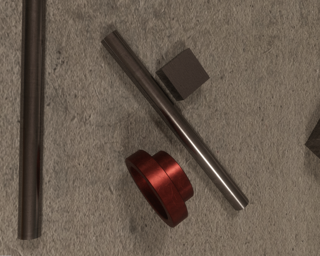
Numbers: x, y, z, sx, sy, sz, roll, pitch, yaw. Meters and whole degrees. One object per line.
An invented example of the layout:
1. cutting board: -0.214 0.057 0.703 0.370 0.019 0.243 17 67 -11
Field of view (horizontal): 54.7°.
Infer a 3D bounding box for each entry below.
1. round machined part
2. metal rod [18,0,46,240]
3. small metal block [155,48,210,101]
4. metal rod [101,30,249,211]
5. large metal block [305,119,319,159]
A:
1. round machined part: 0.003 0.066 0.373 0.042 0.098 0.098 -33 101 -17
2. metal rod: -0.146 -0.025 0.355 0.025 0.025 0.298 1 90 -20
3. small metal block: 0.031 -0.072 0.422 0.050 0.025 0.050 -41 103 -16
4. metal rod: 0.028 -0.001 0.420 0.025 0.025 0.300 -43 104 -15
5. large metal block: 0.301 0.020 0.510 0.080 0.050 0.080 38 78 -16
